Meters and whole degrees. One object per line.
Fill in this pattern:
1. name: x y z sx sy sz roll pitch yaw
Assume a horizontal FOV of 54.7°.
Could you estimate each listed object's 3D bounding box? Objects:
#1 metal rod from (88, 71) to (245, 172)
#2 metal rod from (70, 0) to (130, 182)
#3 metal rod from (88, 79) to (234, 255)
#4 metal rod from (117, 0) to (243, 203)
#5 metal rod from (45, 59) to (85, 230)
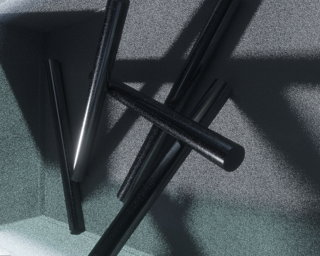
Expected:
1. metal rod: -0.019 -0.027 0.375 0.300 0.025 0.025 33 111 49
2. metal rod: -0.092 -0.033 0.435 0.025 0.025 0.298 45 131 30
3. metal rod: -0.015 0.073 0.336 0.025 0.025 0.300 33 84 35
4. metal rod: 0.015 -0.023 0.392 0.025 0.025 0.298 41 115 32
5. metal rod: -0.168 0.023 0.541 0.025 0.025 0.298 -19 78 38
